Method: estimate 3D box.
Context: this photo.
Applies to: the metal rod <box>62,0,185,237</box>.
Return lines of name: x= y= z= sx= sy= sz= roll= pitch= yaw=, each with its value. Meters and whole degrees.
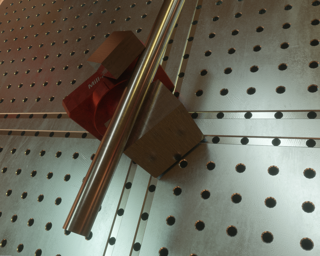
metal rod: x=-0.029 y=-0.034 z=0.340 sx=0.025 sy=0.025 sz=0.300 roll=7 pitch=65 yaw=31

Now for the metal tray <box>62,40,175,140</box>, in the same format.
metal tray: x=-0.052 y=-0.045 z=0.419 sx=0.130 sy=0.090 sz=0.030 roll=-40 pitch=51 yaw=1

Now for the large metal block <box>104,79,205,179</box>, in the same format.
large metal block: x=-0.004 y=0.004 z=0.368 sx=0.080 sy=0.080 sz=0.050 roll=-40 pitch=51 yaw=1

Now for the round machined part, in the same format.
round machined part: x=-0.038 y=-0.022 z=0.398 sx=0.098 sy=0.098 sz=0.042 roll=-41 pitch=51 yaw=0

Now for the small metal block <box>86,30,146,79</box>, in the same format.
small metal block: x=-0.052 y=-0.086 z=0.362 sx=0.050 sy=0.025 sz=0.050 roll=-50 pitch=33 yaw=-10
